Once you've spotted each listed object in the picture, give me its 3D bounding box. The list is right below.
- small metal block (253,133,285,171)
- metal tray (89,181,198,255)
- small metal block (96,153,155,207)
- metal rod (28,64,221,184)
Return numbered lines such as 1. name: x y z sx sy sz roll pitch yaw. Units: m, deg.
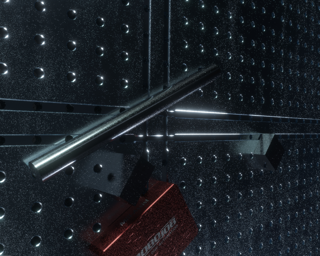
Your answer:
1. small metal block: 0.207 0.046 0.587 0.050 0.025 0.050 49 61 -29
2. metal tray: -0.014 0.142 0.397 0.131 0.030 0.090 -38 114 -34
3. small metal block: -0.040 0.058 0.361 0.025 0.050 0.050 42 65 -33
4. metal rod: -0.020 -0.022 0.394 0.302 0.025 0.025 -33 111 -35
